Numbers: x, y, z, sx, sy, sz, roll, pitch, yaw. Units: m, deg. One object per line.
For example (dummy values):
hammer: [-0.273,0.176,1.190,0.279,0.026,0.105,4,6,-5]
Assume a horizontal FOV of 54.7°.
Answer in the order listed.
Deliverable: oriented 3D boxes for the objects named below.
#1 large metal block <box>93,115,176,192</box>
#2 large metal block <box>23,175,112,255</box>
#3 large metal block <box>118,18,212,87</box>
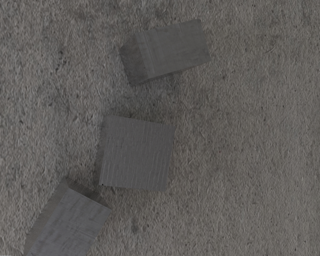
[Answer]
large metal block: [-0.033,0.030,0.383,0.081,0.050,0.080,10,87,-20]
large metal block: [-0.103,0.105,0.342,0.050,0.080,0.080,33,79,-17]
large metal block: [0.003,-0.089,0.380,0.081,0.080,0.050,-19,97,-19]
